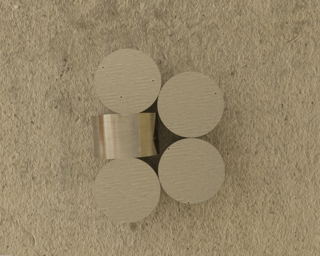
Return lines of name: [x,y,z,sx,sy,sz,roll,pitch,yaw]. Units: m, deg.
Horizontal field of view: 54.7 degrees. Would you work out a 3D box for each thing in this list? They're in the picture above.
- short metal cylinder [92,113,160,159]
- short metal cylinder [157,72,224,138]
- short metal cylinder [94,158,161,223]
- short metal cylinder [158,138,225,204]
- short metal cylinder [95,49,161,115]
short metal cylinder: [-0.042,0.009,0.383,0.080,0.080,0.050,-3,90,0]
short metal cylinder: [0.037,-0.029,0.398,0.081,0.050,0.080,0,91,0]
short metal cylinder: [-0.039,0.074,0.398,0.080,0.050,0.080,0,90,1]
short metal cylinder: [0.038,0.051,0.398,0.080,0.050,0.080,0,91,1]
short metal cylinder: [-0.038,-0.056,0.398,0.080,0.050,0.080,0,90,1]
